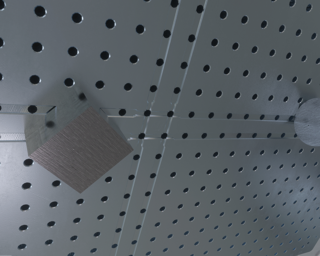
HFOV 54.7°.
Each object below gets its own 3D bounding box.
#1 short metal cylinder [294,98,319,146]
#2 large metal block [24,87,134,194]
[{"bbox_3d":[0.277,-0.008,0.522,0.050,0.080,0.079,4,117,-30],"label":"short metal cylinder"},{"bbox_3d":[-0.091,0.015,0.354,0.080,0.050,0.080,-40,129,-1],"label":"large metal block"}]
